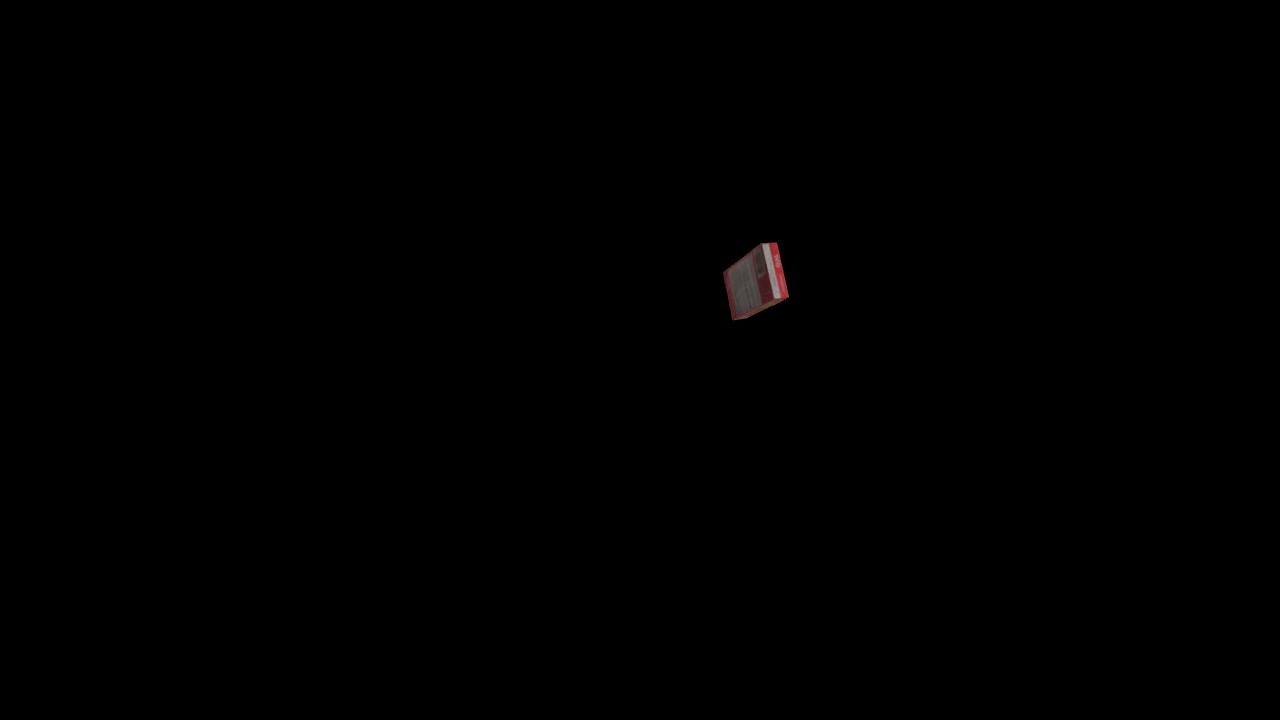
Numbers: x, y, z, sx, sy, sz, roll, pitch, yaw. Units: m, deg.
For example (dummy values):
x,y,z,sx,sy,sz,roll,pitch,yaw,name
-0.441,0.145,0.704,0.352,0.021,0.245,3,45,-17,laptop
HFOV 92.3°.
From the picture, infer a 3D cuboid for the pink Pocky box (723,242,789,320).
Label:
x,y,z,sx,sy,sz,roll,pitch,yaw,name
0.173,-0.116,0.937,0.029,0.084,0.155,-9,-6,-15,pink Pocky box
